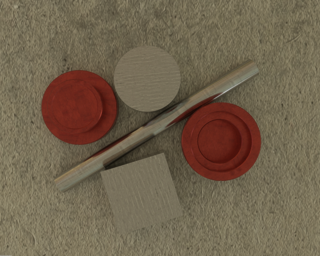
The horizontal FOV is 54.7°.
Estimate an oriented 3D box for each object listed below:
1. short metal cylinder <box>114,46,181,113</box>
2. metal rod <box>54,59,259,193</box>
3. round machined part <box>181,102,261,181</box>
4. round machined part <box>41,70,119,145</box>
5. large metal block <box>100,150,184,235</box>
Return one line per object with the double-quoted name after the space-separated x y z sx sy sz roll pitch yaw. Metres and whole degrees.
-0.015 -0.060 0.398 0.081 0.050 0.079 0 90 0 "short metal cylinder"
-0.004 -0.003 0.412 0.301 0.025 0.025 -31 90 0 "metal rod"
0.076 0.017 0.403 0.099 0.042 0.097 0 90 0 "round machined part"
-0.105 -0.027 0.401 0.099 0.042 0.097 0 90 0 "round machined part"
-0.022 0.079 0.399 0.080 0.050 0.080 -17 90 0 "large metal block"
